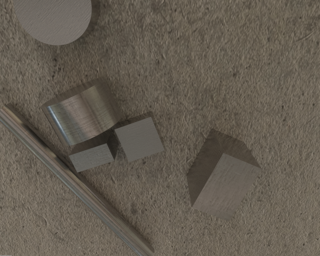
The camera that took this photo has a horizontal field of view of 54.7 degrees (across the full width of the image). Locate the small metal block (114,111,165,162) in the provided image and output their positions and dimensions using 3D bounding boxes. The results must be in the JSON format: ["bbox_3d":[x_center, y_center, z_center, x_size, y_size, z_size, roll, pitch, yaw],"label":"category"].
[{"bbox_3d":[-0.026,0.011,0.414,0.050,0.025,0.050,-19,109,6],"label":"small metal block"}]

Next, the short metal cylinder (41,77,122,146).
[{"bbox_3d":[-0.093,-0.021,0.371,0.080,0.080,0.050,-21,109,7],"label":"short metal cylinder"}]

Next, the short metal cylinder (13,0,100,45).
[{"bbox_3d":[-0.112,-0.135,0.345,0.081,0.050,0.079,0,110,-1],"label":"short metal cylinder"}]

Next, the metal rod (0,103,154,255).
[{"bbox_3d":[-0.111,0.086,0.439,0.025,0.025,0.300,-36,107,12],"label":"metal rod"}]

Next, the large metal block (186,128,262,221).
[{"bbox_3d":[0.078,0.058,0.403,0.050,0.080,0.079,23,108,-9],"label":"large metal block"}]

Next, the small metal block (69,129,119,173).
[{"bbox_3d":[-0.085,0.029,0.406,0.050,0.050,0.025,-18,109,6],"label":"small metal block"}]
